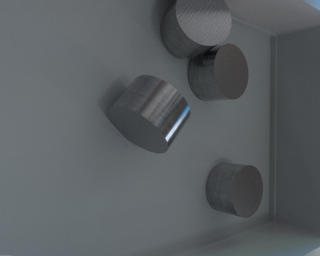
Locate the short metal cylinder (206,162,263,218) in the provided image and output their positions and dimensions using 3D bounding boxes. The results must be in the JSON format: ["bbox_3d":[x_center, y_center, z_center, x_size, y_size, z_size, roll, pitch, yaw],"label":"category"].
[{"bbox_3d":[0.118,0.096,0.489,0.081,0.050,0.080,0,90,-40],"label":"short metal cylinder"}]

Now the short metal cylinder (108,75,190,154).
[{"bbox_3d":[-0.012,-0.015,0.360,0.080,0.080,0.050,50,60,-28],"label":"short metal cylinder"}]

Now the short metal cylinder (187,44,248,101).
[{"bbox_3d":[0.087,-0.081,0.463,0.081,0.050,0.080,0,91,-40],"label":"short metal cylinder"}]

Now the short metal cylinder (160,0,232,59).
[{"bbox_3d":[0.047,-0.139,0.414,0.081,0.050,0.080,3,82,-22],"label":"short metal cylinder"}]
